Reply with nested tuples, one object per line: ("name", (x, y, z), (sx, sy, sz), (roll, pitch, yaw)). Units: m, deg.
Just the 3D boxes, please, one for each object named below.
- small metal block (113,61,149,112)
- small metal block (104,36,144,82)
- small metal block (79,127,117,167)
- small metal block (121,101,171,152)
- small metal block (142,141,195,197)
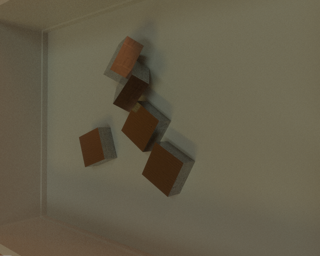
("small metal block", (-0.038, -0.058, 0.422), (0.050, 0.025, 0.050), (-52, 21, 27))
("small metal block", (-0.051, -0.092, 0.424), (0.050, 0.025, 0.050), (-65, 19, -7))
("small metal block", (-0.098, 0.030, 0.488), (0.050, 0.025, 0.050), (-24, 75, 37))
("small metal block", (-0.020, -0.003, 0.423), (0.050, 0.025, 0.050), (42, 115, 32))
("small metal block", (0.010, 0.051, 0.399), (0.050, 0.025, 0.050), (35, 112, 34))
